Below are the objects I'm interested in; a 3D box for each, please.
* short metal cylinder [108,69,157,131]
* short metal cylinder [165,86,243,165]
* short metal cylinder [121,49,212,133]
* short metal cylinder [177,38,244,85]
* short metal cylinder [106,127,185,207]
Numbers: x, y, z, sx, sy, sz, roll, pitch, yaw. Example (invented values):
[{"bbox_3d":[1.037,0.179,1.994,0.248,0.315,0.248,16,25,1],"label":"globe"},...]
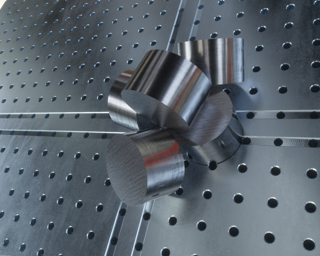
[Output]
[{"bbox_3d":[-0.021,-0.033,0.404,0.050,0.080,0.080,20,73,36],"label":"short metal cylinder"},{"bbox_3d":[0.052,-0.003,0.366,0.080,0.050,0.080,-14,55,21],"label":"short metal cylinder"},{"bbox_3d":[0.007,-0.037,0.326,0.080,0.080,0.050,19,72,35],"label":"short metal cylinder"},{"bbox_3d":[0.062,-0.081,0.381,0.080,0.080,0.050,2,103,29],"label":"short metal cylinder"},{"bbox_3d":[-0.018,0.042,0.349,0.080,0.050,0.079,15,110,49],"label":"short metal cylinder"}]
